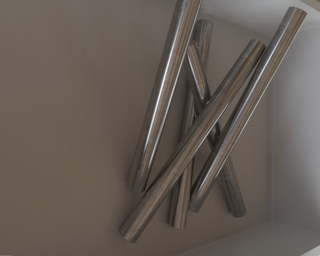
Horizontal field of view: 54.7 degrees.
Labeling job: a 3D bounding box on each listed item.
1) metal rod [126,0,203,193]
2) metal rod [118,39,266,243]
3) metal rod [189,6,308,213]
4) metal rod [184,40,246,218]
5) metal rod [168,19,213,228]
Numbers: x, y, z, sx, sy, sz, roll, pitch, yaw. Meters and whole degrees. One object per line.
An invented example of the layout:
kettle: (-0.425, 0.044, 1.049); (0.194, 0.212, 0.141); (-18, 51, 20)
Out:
metal rod: (0.010, -0.061, 0.336); (0.025, 0.025, 0.298); (-1, 116, -40)
metal rod: (0.046, 0.011, 0.395); (0.025, 0.025, 0.300); (40, 81, -33)
metal rod: (0.109, -0.016, 0.420); (0.025, 0.025, 0.298); (16, 105, -39)
metal rod: (0.083, 0.018, 0.454); (0.025, 0.025, 0.299); (-41, 123, -32)
metal rod: (0.045, -0.011, 0.446); (0.025, 0.025, 0.298); (14, 81, -40)
